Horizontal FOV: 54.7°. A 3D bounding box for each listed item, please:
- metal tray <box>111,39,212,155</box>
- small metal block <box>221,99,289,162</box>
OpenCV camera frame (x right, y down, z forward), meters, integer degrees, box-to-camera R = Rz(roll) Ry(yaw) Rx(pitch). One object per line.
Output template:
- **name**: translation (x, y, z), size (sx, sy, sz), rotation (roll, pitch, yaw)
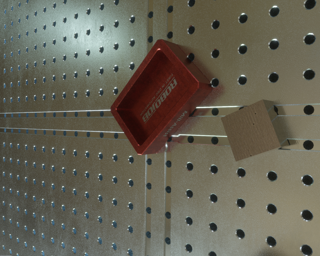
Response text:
- **metal tray**: translation (-0.004, -0.038, 0.409), size (0.129, 0.030, 0.090), rotation (-50, 61, 28)
- **small metal block**: translation (0.099, 0.003, 0.327), size (0.050, 0.025, 0.050), rotation (-26, 74, 37)
